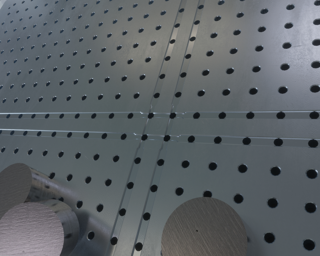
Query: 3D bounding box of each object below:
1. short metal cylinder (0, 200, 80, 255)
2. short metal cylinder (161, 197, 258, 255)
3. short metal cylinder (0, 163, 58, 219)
[{"bbox_3d":[-0.144,0.127,0.369,0.080,0.050,0.080,-1,80,5],"label":"short metal cylinder"},{"bbox_3d":[0.048,0.113,0.298,0.080,0.050,0.080,-13,56,21],"label":"short metal cylinder"},{"bbox_3d":[-0.193,0.096,0.435,0.080,0.050,0.080,-13,56,21],"label":"short metal cylinder"}]
